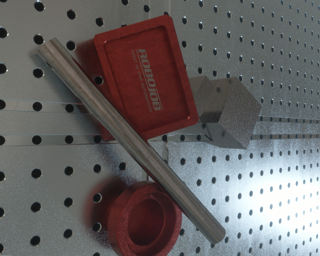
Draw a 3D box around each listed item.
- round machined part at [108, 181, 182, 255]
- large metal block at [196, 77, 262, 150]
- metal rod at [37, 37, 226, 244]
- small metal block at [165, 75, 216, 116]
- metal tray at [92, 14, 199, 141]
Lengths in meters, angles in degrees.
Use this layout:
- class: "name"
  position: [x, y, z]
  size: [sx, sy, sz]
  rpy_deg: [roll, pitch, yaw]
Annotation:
- class: "round machined part"
  position: [-0.022, 0.114, 0.382]
  size: [0.099, 0.042, 0.097]
  rpy_deg: [0, 90, -40]
- class: "large metal block"
  position: [0.107, -0.021, 0.485]
  size: [0.080, 0.050, 0.080]
  rpy_deg: [38, 67, -34]
- class: "metal rod"
  position: [-0.021, 0.026, 0.353]
  size: [0.300, 0.025, 0.025]
  rpy_deg: [49, 60, -15]
- class: "small metal block"
  position: [0.042, -0.043, 0.430]
  size: [0.025, 0.050, 0.050]
  rpy_deg: [44, 63, -32]
- class: "metal tray"
  position: [-0.015, -0.056, 0.365]
  size: [0.091, 0.030, 0.129]
  rpy_deg: [-18, 104, -4]
